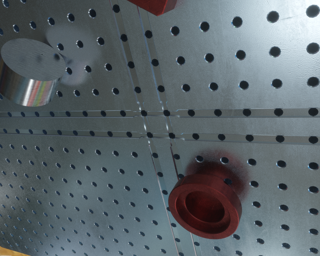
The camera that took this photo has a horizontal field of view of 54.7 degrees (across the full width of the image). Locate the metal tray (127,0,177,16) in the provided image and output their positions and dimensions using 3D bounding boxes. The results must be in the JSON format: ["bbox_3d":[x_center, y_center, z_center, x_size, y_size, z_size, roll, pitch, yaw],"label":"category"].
[{"bbox_3d":[-0.010,-0.188,0.297,0.090,0.030,0.129,31,128,8],"label":"metal tray"}]

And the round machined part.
[{"bbox_3d":[0.065,0.103,0.430,0.098,0.042,0.097,13,124,21],"label":"round machined part"}]

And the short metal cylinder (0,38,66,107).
[{"bbox_3d":[-0.176,-0.076,0.422,0.080,0.080,0.050,40,129,1],"label":"short metal cylinder"}]
